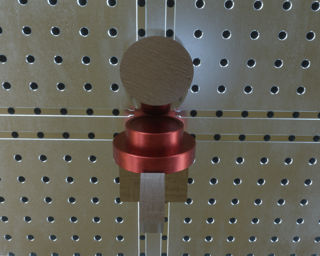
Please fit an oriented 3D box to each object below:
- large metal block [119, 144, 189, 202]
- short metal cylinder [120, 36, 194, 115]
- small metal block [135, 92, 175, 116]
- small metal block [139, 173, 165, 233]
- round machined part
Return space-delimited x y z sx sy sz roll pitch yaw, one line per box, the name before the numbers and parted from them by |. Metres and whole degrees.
large metal block | -0.008 0.052 0.402 0.081 0.080 0.050 1 110 -1
short metal cylinder | -0.004 -0.059 0.360 0.081 0.050 0.080 0 80 -1
small metal block | -0.007 -0.025 0.403 0.050 0.025 0.050 1 110 -1
small metal block | -0.008 0.082 0.333 0.025 0.050 0.050 1 148 -1
round machined part | -0.006 0.014 0.368 0.099 0.098 0.042 1 110 -1
